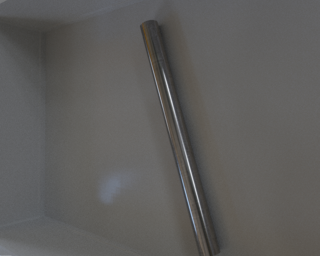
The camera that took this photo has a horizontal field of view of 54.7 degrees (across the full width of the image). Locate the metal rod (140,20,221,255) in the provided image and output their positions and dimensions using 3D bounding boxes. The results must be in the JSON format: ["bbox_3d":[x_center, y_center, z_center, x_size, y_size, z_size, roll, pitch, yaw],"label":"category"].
[{"bbox_3d":[0.021,0.004,0.387,0.025,0.025,0.299,-23,76,37],"label":"metal rod"}]
